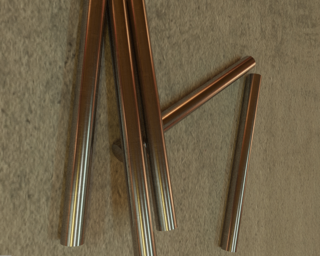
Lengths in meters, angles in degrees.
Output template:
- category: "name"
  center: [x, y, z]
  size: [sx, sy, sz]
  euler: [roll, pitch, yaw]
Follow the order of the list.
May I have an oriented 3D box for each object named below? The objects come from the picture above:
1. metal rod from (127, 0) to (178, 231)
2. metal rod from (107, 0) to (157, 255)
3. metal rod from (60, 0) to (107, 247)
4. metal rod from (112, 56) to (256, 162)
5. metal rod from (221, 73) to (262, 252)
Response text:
- category: "metal rod"
  center: [-0.013, -0.031, 0.369]
  size: [0.025, 0.025, 0.298]
  euler: [-5, 85, -40]
- category: "metal rod"
  center: [-0.034, -0.004, 0.350]
  size: [0.025, 0.025, 0.298]
  euler: [-3, 84, -40]
- category: "metal rod"
  center: [-0.081, -0.027, 0.337]
  size: [0.025, 0.025, 0.298]
  euler: [8, 85, -40]
- category: "metal rod"
  center: [0.053, -0.042, 0.451]
  size: [0.302, 0.025, 0.025]
  euler: [-35, 112, -35]
- category: "metal rod"
  center: [0.139, 0.053, 0.524]
  size: [0.025, 0.025, 0.299]
  euler: [18, 78, -39]
